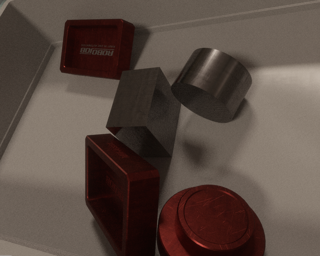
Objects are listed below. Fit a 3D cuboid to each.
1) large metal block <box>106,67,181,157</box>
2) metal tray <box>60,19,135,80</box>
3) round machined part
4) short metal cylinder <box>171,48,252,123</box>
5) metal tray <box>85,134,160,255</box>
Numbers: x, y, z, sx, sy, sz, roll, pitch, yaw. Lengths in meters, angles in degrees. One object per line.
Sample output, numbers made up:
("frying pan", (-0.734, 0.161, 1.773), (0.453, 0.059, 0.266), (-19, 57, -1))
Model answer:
("large metal block", (-0.016, -0.017, 0.386), (0.050, 0.080, 0.080), (-2, 60, 24))
("metal tray", (-0.106, -0.129, 0.510), (0.130, 0.030, 0.089), (12, 96, 32))
("round machined part", (0.048, 0.091, 0.284), (0.099, 0.042, 0.098), (4, 40, -3))
("short metal cylinder", (0.060, -0.049, 0.368), (0.080, 0.080, 0.050), (22, 74, 36))
("metal tray", (-0.046, 0.066, 0.326), (0.130, 0.030, 0.089), (27, 117, 57))
